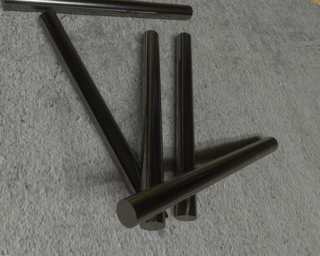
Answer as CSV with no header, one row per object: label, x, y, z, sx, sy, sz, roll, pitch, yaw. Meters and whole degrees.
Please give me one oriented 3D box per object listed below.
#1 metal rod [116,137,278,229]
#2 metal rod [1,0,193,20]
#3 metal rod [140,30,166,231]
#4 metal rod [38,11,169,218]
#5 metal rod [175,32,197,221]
metal rod,0.071,0.049,0.370,0.302,0.025,0.025,-13,68,-47
metal rod,-0.075,-0.186,0.476,0.303,0.025,0.025,-10,67,-32
metal rod,-0.011,-0.023,0.392,0.025,0.025,0.300,15,50,-20
metal rod,-0.075,-0.021,0.375,0.025,0.025,0.299,-20,73,-36
metal rod,0.035,-0.023,0.436,0.025,0.025,0.300,15,56,-20
